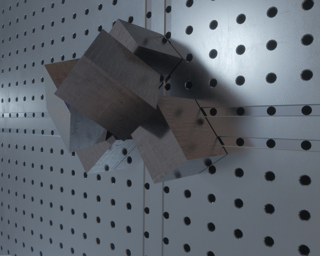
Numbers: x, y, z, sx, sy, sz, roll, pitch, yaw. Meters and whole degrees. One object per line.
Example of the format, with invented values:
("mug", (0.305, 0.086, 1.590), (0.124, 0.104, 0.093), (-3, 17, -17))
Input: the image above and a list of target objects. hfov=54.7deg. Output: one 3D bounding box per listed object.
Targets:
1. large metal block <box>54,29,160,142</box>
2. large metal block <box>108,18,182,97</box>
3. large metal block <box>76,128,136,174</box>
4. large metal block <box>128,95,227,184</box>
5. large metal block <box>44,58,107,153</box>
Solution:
("large metal block", (-0.048, -0.046, 0.319), (0.050, 0.080, 0.080), (-44, 21, 26))
("large metal block", (-0.033, -0.082, 0.397), (0.080, 0.081, 0.050), (-49, 61, 29))
("large metal block", (-0.085, 0.010, 0.460), (0.080, 0.050, 0.080), (-47, 63, 29))
("large metal block", (0.019, 0.011, 0.355), (0.050, 0.081, 0.080), (-41, 65, 32))
("large metal block", (-0.106, -0.029, 0.392), (0.080, 0.050, 0.079), (55, 147, 25))
